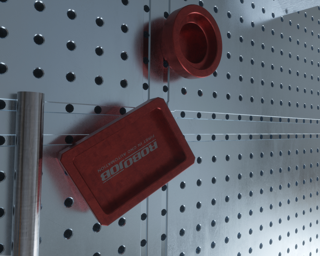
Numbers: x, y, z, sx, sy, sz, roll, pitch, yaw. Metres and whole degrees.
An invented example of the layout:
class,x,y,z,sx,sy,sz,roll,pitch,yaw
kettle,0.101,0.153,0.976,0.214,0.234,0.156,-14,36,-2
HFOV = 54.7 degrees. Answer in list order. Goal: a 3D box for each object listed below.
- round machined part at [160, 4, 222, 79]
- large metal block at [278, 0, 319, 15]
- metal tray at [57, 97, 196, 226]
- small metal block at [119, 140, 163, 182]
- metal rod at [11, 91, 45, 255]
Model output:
class,x,y,z,sx,sy,sz,roll,pitch,yaw
round machined part,0.040,-0.117,0.433,0.099,0.042,0.097,0,90,-40
large metal block,0.276,-0.281,0.608,0.080,0.080,0.050,49,61,-30
metal tray,-0.034,0.034,0.349,0.131,0.030,0.090,-33,102,-21
small metal block,-0.023,0.041,0.392,0.050,0.025,0.050,5,87,-40
metal rod,-0.131,0.115,0.300,0.025,0.025,0.298,3,88,-40
